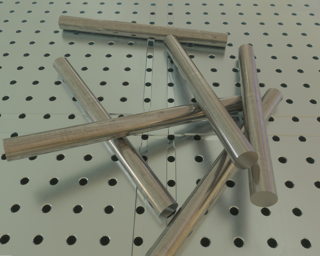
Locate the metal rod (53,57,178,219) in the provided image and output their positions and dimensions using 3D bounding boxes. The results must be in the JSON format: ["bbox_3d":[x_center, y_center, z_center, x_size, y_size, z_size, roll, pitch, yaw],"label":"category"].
[{"bbox_3d":[-0.074,-0.006,0.412,0.025,0.025,0.300,-27,55,-21],"label":"metal rod"}]

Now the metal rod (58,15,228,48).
[{"bbox_3d":[-0.033,-0.173,0.552,0.301,0.025,0.025,8,51,7],"label":"metal rod"}]

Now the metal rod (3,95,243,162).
[{"bbox_3d":[-0.026,-0.005,0.383,0.302,0.025,0.025,-12,51,-21],"label":"metal rod"}]

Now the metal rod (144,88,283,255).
[{"bbox_3d":[0.076,0.046,0.369,0.025,0.025,0.301,29,56,22],"label":"metal rod"}]

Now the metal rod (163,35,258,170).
[{"bbox_3d":[0.051,-0.058,0.419,0.025,0.025,0.300,-10,39,-8],"label":"metal rod"}]

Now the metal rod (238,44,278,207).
[{"bbox_3d":[0.120,-0.031,0.403,0.025,0.025,0.300,7,42,6],"label":"metal rod"}]
